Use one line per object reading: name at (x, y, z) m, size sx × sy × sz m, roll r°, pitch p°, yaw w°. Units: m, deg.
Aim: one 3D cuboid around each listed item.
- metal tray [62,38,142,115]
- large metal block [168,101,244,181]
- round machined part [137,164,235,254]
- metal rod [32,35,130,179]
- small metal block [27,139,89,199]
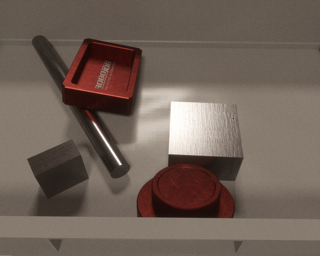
metal tray at (-0.078, -0.078, 0.446) m, size 0.091 × 0.030 × 0.130 m, roll 10°, pitch 43°, yaw -5°
large metal block at (0.052, 0.015, 0.377) m, size 0.080 × 0.050 × 0.080 m, roll 3°, pitch 50°, yaw 2°
round machined part at (0.026, 0.073, 0.313) m, size 0.099 × 0.042 × 0.098 m, roll 1°, pitch 30°, yaw 0°
metal rod at (-0.125, -0.047, 0.443) m, size 0.025 × 0.025 × 0.300 m, roll -25°, pitch 55°, yaw -20°
small metal block at (-0.113, 0.047, 0.348) m, size 0.050 × 0.050 × 0.025 m, roll -26°, pitch 55°, yaw -20°
